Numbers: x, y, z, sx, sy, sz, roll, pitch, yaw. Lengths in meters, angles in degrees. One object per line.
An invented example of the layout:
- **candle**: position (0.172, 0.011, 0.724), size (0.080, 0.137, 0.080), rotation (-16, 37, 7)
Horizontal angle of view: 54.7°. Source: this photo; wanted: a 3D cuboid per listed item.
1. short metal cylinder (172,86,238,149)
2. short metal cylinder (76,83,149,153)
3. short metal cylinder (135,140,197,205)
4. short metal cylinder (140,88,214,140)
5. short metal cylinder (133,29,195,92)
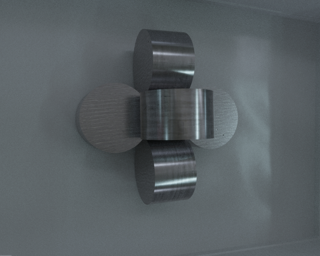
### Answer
- **short metal cylinder**: position (0.056, -0.013, 0.415), size (0.081, 0.050, 0.080), rotation (0, 90, -20)
- **short metal cylinder**: position (-0.058, -0.012, 0.374), size (0.081, 0.050, 0.080), rotation (0, 90, -20)
- **short metal cylinder**: position (0.004, 0.051, 0.381), size (0.050, 0.080, 0.080), rotation (-2, 91, -21)
- **short metal cylinder**: position (0.019, -0.014, 0.339), size (0.081, 0.080, 0.050), rotation (-1, 90, -20)
- **short metal cylinder**: position (0.002, -0.078, 0.380), size (0.050, 0.080, 0.080), rotation (-2, 91, -21)
